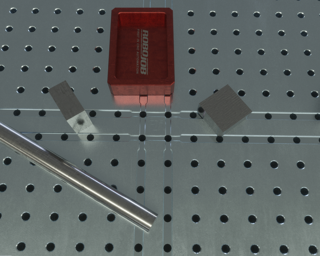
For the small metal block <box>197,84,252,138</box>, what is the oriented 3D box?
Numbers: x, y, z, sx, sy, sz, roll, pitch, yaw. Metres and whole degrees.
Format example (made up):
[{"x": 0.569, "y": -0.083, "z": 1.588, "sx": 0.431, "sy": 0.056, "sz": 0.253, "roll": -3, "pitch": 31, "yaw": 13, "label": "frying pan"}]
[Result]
[{"x": 0.087, "y": -0.023, "z": 0.421, "sx": 0.050, "sy": 0.025, "sz": 0.050, "roll": -34, "pitch": 74, "yaw": -12, "label": "small metal block"}]

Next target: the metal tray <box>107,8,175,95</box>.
[{"x": -0.026, "y": -0.113, "z": 0.449, "sx": 0.091, "sy": 0.030, "sz": 0.130, "roll": 0, "pitch": 70, "yaw": -1, "label": "metal tray"}]

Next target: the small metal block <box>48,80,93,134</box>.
[{"x": -0.116, "y": -0.026, "z": 0.407, "sx": 0.025, "sy": 0.050, "sz": 0.050, "roll": -32, "pitch": 74, "yaw": -11, "label": "small metal block"}]

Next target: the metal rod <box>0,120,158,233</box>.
[{"x": -0.139, "y": 0.043, "z": 0.394, "sx": 0.301, "sy": 0.025, "sz": 0.025, "roll": 28, "pitch": 72, "yaw": 9, "label": "metal rod"}]
